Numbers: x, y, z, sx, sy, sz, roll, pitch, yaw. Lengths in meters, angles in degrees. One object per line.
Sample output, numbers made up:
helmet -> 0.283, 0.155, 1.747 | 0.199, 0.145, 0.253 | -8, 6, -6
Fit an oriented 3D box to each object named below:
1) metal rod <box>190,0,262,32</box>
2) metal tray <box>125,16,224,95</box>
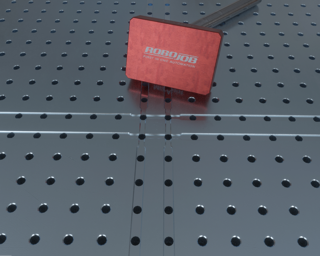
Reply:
metal rod -> 0.084, -0.192, 0.569 | 0.302, 0.025, 0.025 | -33, 58, -25
metal tray -> 0.019, -0.107, 0.452 | 0.131, 0.089, 0.030 | 14, 28, 11
